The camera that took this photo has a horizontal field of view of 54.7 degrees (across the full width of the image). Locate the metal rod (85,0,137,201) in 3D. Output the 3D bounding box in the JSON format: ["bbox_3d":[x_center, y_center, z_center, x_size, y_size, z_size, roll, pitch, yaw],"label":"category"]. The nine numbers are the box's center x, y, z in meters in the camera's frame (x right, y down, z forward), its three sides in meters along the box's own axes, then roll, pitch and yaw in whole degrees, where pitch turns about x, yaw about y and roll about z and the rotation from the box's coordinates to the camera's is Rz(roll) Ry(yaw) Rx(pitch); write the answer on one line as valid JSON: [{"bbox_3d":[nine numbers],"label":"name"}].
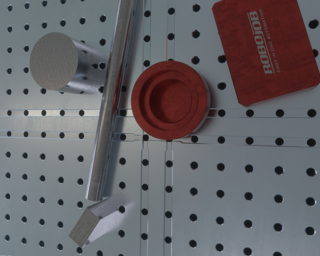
[{"bbox_3d":[-0.068,-0.045,0.436,0.025,0.025,0.298,12,94,19],"label":"metal rod"}]

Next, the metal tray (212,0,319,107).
[{"bbox_3d":[0.123,-0.098,0.367,0.090,0.030,0.129,-16,85,19],"label":"metal tray"}]

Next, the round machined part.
[{"bbox_3d":[0.016,-0.034,0.398,0.098,0.042,0.097,0,90,20],"label":"round machined part"}]

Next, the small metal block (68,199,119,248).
[{"bbox_3d":[-0.091,0.132,0.431,0.025,0.050,0.050,36,102,16],"label":"small metal block"}]

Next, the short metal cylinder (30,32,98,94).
[{"bbox_3d":[-0.138,-0.092,0.448,0.080,0.050,0.079,0,90,20],"label":"short metal cylinder"}]
